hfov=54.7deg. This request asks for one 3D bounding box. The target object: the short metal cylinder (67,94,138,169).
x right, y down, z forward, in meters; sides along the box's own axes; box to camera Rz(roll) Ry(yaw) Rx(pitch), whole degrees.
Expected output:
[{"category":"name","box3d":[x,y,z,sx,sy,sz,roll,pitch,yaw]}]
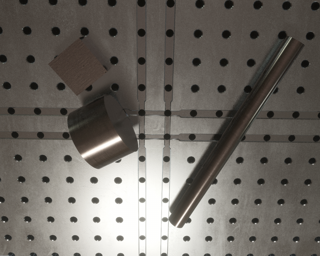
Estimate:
[{"category":"short metal cylinder","box3d":[-0.069,0.004,0.385,0.050,0.080,0.080,-27,108,9]}]

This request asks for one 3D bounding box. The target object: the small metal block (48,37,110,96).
[{"category":"small metal block","box3d":[-0.099,-0.077,0.384,0.050,0.025,0.050,-36,107,12]}]

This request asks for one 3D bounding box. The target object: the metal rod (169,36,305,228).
[{"category":"metal rod","box3d":[0.094,0.018,0.421,0.025,0.025,0.298,26,108,-10]}]
